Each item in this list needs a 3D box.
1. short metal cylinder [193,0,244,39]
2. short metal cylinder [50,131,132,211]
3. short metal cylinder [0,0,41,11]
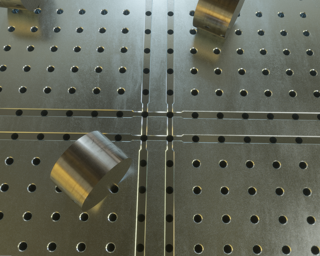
[{"bbox_3d":[0.088,-0.176,0.447,0.050,0.080,0.080,26,72,9],"label":"short metal cylinder"},{"bbox_3d":[-0.079,0.050,0.364,0.050,0.080,0.080,39,75,13],"label":"short metal cylinder"},{"bbox_3d":[-0.218,-0.219,0.461,0.050,0.080,0.080,8,70,3],"label":"short metal cylinder"}]
